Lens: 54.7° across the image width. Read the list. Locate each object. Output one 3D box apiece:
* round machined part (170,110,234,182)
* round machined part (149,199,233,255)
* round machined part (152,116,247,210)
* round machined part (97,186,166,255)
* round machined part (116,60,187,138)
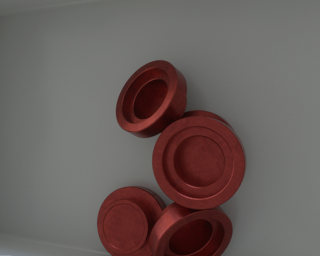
[{"bbox_3d":[0.046,0.027,0.385,0.098,0.042,0.097,0,90,19],"label":"round machined part"},{"bbox_3d":[0.033,0.124,0.371,0.098,0.098,0.042,-56,32,11],"label":"round machined part"},{"bbox_3d":[0.045,0.036,0.341,0.098,0.042,0.097,0,90,19],"label":"round machined part"},{"bbox_3d":[-0.040,0.126,0.407,0.098,0.042,0.097,-3,81,18],"label":"round machined part"},{"bbox_3d":[-0.006,-0.032,0.387,0.098,0.042,0.098,-22,53,33],"label":"round machined part"}]
